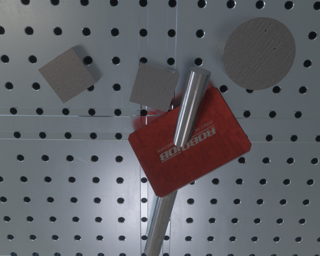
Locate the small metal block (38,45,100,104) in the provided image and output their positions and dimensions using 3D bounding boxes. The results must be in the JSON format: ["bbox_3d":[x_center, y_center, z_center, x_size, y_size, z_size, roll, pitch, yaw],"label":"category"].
[{"bbox_3d":[-0.112,-0.067,0.388,0.050,0.025,0.050,-30,108,10],"label":"small metal block"}]

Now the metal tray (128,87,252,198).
[{"bbox_3d":[0.036,0.019,0.393,0.130,0.030,0.090,-30,76,9],"label":"metal tray"}]

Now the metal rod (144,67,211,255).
[{"bbox_3d":[0.016,0.065,0.416,0.025,0.025,0.298,10,118,-4],"label":"metal rod"}]

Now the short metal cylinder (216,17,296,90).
[{"bbox_3d":[0.111,-0.090,0.368,0.081,0.050,0.079,0,110,0],"label":"short metal cylinder"}]

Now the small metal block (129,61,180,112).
[{"bbox_3d":[-0.007,-0.053,0.394,0.050,0.025,0.050,16,109,-6],"label":"small metal block"}]
